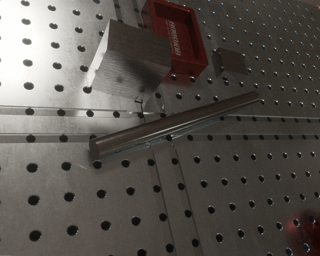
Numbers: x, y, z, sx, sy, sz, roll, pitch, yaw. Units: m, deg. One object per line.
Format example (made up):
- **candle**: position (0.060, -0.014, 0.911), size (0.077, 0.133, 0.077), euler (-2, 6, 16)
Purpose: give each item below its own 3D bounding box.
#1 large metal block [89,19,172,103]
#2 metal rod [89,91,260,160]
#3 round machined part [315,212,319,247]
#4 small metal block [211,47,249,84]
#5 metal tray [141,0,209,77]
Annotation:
- **large metal block**: position (-0.040, -0.083, 0.403), size (0.081, 0.080, 0.050), euler (13, 57, -22)
- **metal rod**: position (0.042, -0.013, 0.440), size (0.302, 0.025, 0.025), euler (-18, 71, -35)
- **round machined part**: position (0.267, 0.156, 0.449), size (0.099, 0.042, 0.098), euler (14, 56, -21)
- **small metal block**: position (0.122, -0.109, 0.543), size (0.050, 0.025, 0.050), euler (7, 59, -25)
- **metal tray**: position (0.023, -0.151, 0.511), size (0.091, 0.030, 0.130), euler (5, 59, -26)
